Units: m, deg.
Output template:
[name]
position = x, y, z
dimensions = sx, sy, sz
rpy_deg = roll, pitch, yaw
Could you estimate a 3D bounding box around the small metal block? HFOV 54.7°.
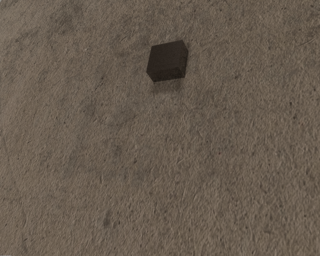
[small metal block]
position = 0.011, -0.098, 0.457
dimensions = 0.050, 0.025, 0.050
rpy_deg = -5, 60, 25
